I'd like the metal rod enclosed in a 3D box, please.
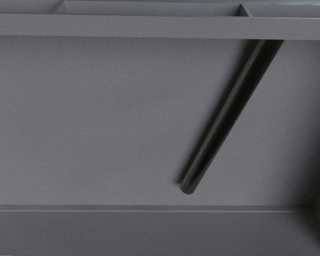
[{"bbox_3d":[0.087,-0.014,0.398,0.025,0.025,0.298,13,129,-11],"label":"metal rod"}]
